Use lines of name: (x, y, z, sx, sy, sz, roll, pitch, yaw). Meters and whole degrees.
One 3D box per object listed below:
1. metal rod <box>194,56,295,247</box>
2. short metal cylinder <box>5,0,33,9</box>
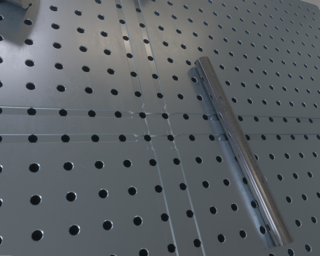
metal rod: (0.116, 0.020, 0.458, 0.025, 0.025, 0.299, -6, 65, -31)
short metal cylinder: (-0.186, -0.202, 0.396, 0.050, 0.080, 0.080, 22, 54, -16)
